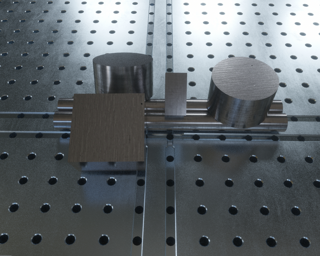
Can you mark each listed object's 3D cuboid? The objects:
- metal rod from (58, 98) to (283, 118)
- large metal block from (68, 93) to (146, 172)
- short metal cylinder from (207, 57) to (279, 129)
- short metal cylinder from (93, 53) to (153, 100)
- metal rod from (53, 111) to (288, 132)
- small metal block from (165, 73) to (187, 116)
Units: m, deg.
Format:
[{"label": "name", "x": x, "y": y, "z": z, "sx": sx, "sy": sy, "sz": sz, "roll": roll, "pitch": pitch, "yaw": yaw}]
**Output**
[{"label": "metal rod", "x": 0.014, "y": -0.028, "z": 0.427, "sx": 0.302, "sy": 0.025, "sz": 0.025, "roll": 1, "pitch": 50, "yaw": 0}, {"label": "large metal block", "x": -0.057, "y": 0.006, "z": 0.363, "sx": 0.081, "sy": 0.050, "sz": 0.080, "roll": 0, "pitch": 70, "yaw": -1}, {"label": "short metal cylinder", "x": 0.103, "y": -0.046, "z": 0.394, "sx": 0.081, "sy": 0.050, "sz": 0.080, "roll": 0, "pitch": 50, "yaw": 0}, {"label": "short metal cylinder", "x": -0.050, "y": -0.070, "z": 0.427, "sx": 0.081, "sy": 0.050, "sz": 0.080, "roll": 1, "pitch": 26, "yaw": 0}, {"label": "metal rod", "x": 0.014, "y": -0.009, "z": 0.411, "sx": 0.302, "sy": 0.025, "sz": 0.025, "roll": 1, "pitch": 50, "yaw": 0}, {"label": "small metal block", "x": 0.019, "y": -0.043, "z": 0.386, "sx": 0.025, "sy": 0.050, "sz": 0.050, "roll": 1, "pitch": 8, "yaw": 0}]
